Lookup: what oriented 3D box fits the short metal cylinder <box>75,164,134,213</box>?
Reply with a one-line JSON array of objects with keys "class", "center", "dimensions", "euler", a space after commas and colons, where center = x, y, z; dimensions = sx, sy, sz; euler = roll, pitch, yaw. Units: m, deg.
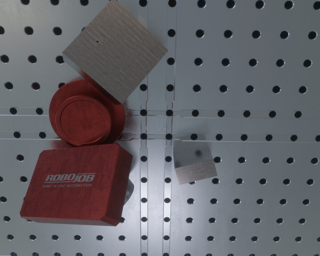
[{"class": "short metal cylinder", "center": [-0.082, 0.081, 0.413], "dimensions": [0.080, 0.080, 0.050], "euler": [-31, 107, 10]}]

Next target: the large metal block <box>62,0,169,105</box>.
[{"class": "large metal block", "center": [-0.052, -0.083, 0.354], "dimensions": [0.080, 0.050, 0.080], "euler": [41, 82, -14]}]

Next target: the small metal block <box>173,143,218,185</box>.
[{"class": "small metal block", "center": [0.046, 0.048, 0.418], "dimensions": [0.050, 0.050, 0.025], "euler": [-15, 110, 5]}]

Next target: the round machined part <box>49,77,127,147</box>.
[{"class": "round machined part", "center": [-0.094, -0.014, 0.398], "dimensions": [0.099, 0.042, 0.097], "euler": [0, 110, 0]}]

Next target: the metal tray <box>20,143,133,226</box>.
[{"class": "metal tray", "center": [-0.103, 0.069, 0.380], "dimensions": [0.130, 0.090, 0.030], "euler": [-7, 149, 27]}]
